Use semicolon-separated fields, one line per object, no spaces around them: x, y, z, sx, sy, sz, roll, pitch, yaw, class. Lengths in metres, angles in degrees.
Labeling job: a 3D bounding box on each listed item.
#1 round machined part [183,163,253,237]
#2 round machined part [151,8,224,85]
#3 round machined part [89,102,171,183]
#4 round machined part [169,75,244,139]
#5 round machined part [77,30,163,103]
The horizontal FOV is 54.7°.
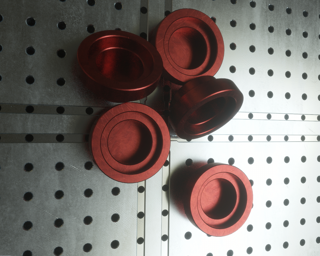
0.077;0.097;0.434;0.099;0.042;0.097;0;90;-21;round machined part
0.033;-0.105;0.417;0.099;0.042;0.097;0;90;-21;round machined part
-0.040;0.017;0.389;0.099;0.042;0.097;-1;91;-21;round machined part
0.056;-0.031;0.406;0.099;0.097;0.042;-17;60;-20;round machined part
-0.049;-0.069;0.370;0.099;0.042;0.098;8;54;-11;round machined part
